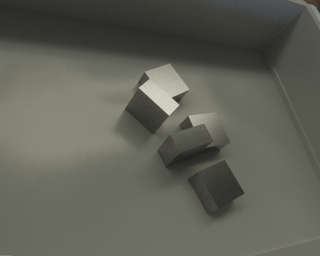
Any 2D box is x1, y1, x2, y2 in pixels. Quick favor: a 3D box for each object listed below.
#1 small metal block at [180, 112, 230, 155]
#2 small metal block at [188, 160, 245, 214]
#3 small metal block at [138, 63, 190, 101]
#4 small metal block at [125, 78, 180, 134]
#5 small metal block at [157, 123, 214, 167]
[{"bbox_3d":[0.063,0.008,0.437,0.050,0.025,0.050,-9,66,-33],"label":"small metal block"},{"bbox_3d":[0.073,0.075,0.401,0.050,0.025,0.050,-17,71,-35],"label":"small metal block"},{"bbox_3d":[0.006,-0.061,0.447,0.050,0.025,0.050,-27,77,-37],"label":"small metal block"},{"bbox_3d":[-0.011,-0.027,0.402,0.050,0.050,0.025,43,51,0],"label":"small metal block"},{"bbox_3d":[0.031,0.022,0.390,0.050,0.050,0.025,-17,71,-26],"label":"small metal block"}]
